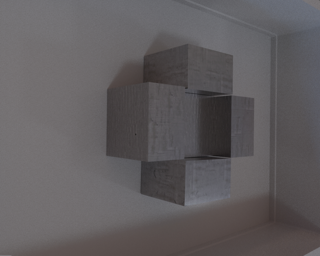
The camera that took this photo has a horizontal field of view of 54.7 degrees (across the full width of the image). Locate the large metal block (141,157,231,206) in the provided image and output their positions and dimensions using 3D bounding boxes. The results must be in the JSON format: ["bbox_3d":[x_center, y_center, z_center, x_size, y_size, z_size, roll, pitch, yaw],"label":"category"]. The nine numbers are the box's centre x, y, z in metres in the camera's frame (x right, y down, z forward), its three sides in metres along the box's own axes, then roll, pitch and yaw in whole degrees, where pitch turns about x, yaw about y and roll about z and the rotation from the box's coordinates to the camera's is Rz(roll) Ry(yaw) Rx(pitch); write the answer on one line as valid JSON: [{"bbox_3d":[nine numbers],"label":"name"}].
[{"bbox_3d":[0.033,0.062,0.396,0.081,0.080,0.050,2,89,-40],"label":"large metal block"}]

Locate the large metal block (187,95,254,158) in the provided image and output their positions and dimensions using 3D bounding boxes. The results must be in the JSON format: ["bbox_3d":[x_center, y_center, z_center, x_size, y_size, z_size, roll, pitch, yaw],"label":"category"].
[{"bbox_3d":[0.084,-0.002,0.440,0.050,0.080,0.080,1,90,-40],"label":"large metal block"}]

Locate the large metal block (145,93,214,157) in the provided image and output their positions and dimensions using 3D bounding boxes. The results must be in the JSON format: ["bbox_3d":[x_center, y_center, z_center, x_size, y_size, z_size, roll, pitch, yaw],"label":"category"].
[{"bbox_3d":[0.025,-0.003,0.408,0.081,0.050,0.080,1,90,-40],"label":"large metal block"}]

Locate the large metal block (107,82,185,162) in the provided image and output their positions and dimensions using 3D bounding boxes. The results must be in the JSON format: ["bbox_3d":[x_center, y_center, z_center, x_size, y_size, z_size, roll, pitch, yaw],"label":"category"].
[{"bbox_3d":[-0.018,-0.006,0.354,0.050,0.080,0.080,1,90,-40],"label":"large metal block"}]

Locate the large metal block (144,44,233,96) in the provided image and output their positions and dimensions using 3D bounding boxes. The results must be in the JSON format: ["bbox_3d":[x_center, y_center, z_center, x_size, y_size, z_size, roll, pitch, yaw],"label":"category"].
[{"bbox_3d":[0.036,-0.068,0.398,0.081,0.080,0.050,1,90,-40],"label":"large metal block"}]
